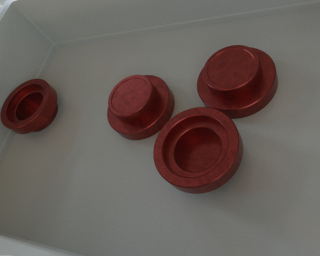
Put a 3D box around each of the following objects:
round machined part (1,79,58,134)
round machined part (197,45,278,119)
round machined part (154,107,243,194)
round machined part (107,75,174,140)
[{"bbox_3d":[-0.215,-0.032,0.526,0.098,0.042,0.098,-11,57,18],"label":"round machined part"},{"bbox_3d":[0.092,-0.064,0.386,0.098,0.042,0.098,-13,56,21],"label":"round machined part"},{"bbox_3d":[0.046,0.028,0.354,0.098,0.042,0.098,-13,56,21],"label":"round machined part"},{"bbox_3d":[-0.033,-0.035,0.434,0.098,0.042,0.098,-13,56,21],"label":"round machined part"}]
